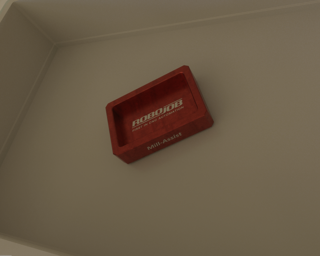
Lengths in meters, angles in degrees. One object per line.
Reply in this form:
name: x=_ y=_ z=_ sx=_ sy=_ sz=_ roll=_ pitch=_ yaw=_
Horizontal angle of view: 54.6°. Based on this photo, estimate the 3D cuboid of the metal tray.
metal tray: x=-0.005 y=-0.018 z=0.413 sx=0.130 sy=0.030 sz=0.090 roll=-25 pitch=53 yaw=12
